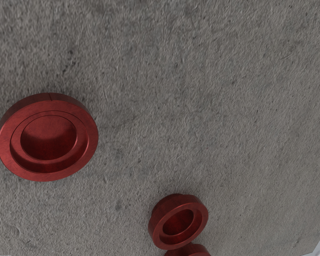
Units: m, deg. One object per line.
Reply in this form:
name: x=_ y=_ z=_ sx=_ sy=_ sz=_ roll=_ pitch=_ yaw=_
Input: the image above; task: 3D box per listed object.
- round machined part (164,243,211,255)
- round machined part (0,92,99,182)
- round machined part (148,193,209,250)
round machined part: x=0.044 y=0.250 z=0.574 sx=0.099 sy=0.042 sz=0.097 roll=-14 pitch=124 yaw=-21
round machined part: x=-0.120 y=0.006 z=0.334 sx=0.099 sy=0.042 sz=0.097 roll=-14 pitch=124 yaw=-21
round machined part: x=0.025 y=0.145 z=0.499 sx=0.099 sy=0.042 sz=0.097 roll=-14 pitch=124 yaw=-21
